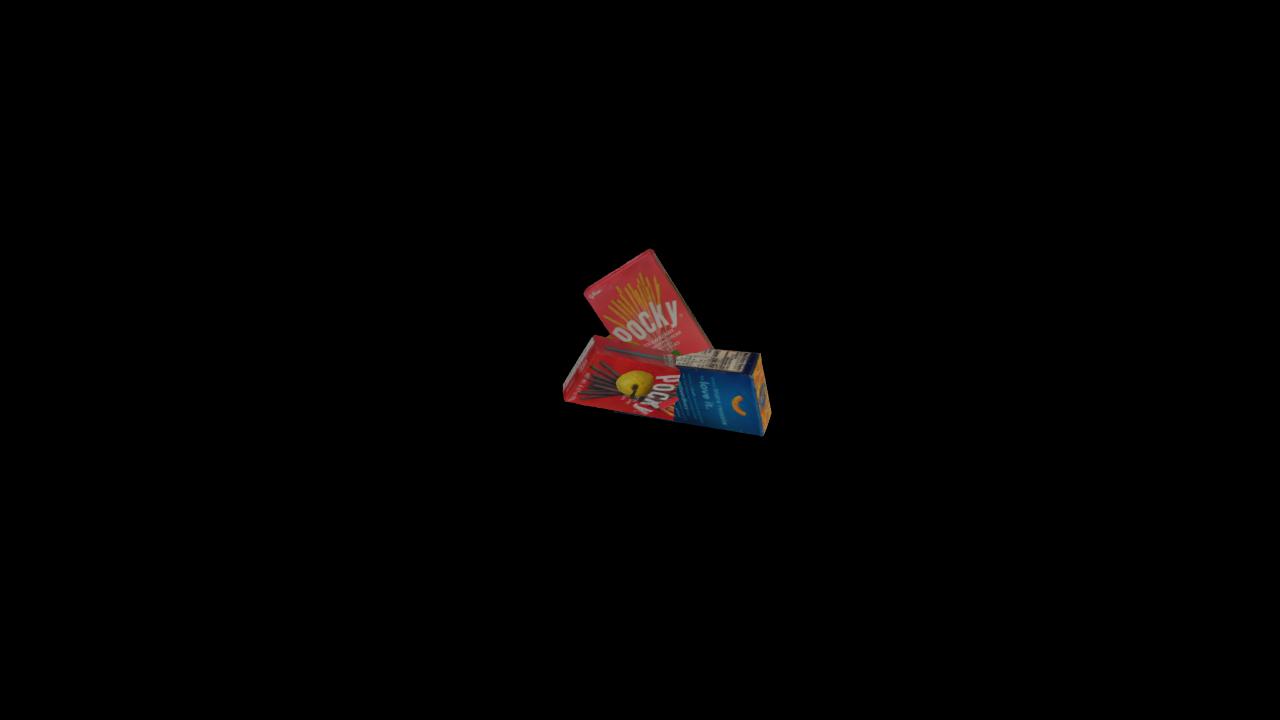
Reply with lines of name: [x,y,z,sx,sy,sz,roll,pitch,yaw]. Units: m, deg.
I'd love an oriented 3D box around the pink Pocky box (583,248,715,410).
pink Pocky box: [0.017,-0.030,0.647,0.084,0.155,0.029,-30,14,14]

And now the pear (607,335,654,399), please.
pear: [-0.005,0.011,0.646,0.080,0.080,0.111,0,20,-17]

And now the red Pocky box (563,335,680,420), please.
red Pocky box: [0.005,0.024,0.651,0.155,0.028,0.083,12,-47,-26]

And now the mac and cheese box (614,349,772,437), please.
mac and cheese box: [0.045,0.028,0.671,0.184,0.093,0.041,7,45,27]
